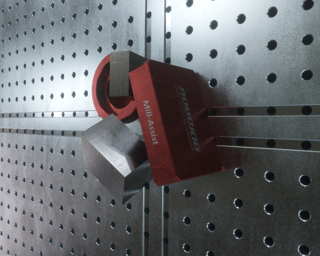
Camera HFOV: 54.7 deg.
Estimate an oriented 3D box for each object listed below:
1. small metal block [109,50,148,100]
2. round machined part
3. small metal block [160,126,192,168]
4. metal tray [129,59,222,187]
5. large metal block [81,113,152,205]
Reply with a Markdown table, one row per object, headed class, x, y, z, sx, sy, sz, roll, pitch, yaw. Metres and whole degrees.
| class | x | y | z | sx | sy | sz | roll | pitch | yaw |
| --- | --- | --- | --- | --- | --- | --- | --- | --- | --- |
| small metal block | -0.034 | -0.060 | 0.366 | 0.025 | 0.050 | 0.050 | 0 | 89 | 26 |
| round machined part | -0.048 | -0.055 | 0.436 | 0.098 | 0.042 | 0.097 | 0 | 90 | 39 |
| small metal block | 0.015 | 0.025 | 0.389 | 0.050 | 0.025 | 0.050 | 19 | 107 | 49 |
| metal tray | 0.019 | -0.006 | 0.349 | 0.030 | 0.091 | 0.129 | -23 | 76 | 38 |
| large metal block | -0.056 | 0.042 | 0.408 | 0.080 | 0.050 | 0.080 | 41 | 147 | 20 |
